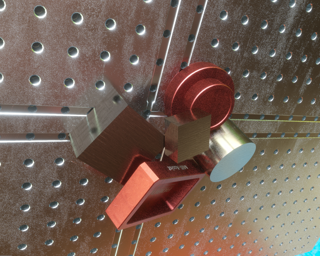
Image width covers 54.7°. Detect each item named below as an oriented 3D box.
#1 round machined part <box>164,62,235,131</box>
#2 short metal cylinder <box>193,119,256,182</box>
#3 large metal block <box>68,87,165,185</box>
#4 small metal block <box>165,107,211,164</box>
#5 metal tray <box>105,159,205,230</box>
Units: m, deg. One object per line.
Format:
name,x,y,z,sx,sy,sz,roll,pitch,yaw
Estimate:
round machined part,0.059,-0.034,0.411,0.099,0.042,0.097,-14,124,-21
short metal cylinder,0.091,0.033,0.450,0.081,0.050,0.080,-25,145,-19
large metal block,-0.049,0.012,0.376,0.080,0.050,0.080,-46,129,4
small metal block,0.033,0.008,0.374,0.050,0.025,0.050,-20,124,-31
metal tray,-0.001,0.087,0.424,0.090,0.030,0.131,-54,151,19
